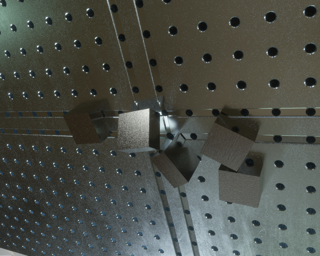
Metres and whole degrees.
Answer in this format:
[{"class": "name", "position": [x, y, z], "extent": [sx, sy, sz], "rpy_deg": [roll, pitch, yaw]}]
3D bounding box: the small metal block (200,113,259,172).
[{"class": "small metal block", "position": [0.084, 0.017, 0.377], "extent": [0.050, 0.025, 0.050], "rpy_deg": [27, 128, 11]}]

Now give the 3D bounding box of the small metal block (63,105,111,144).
[{"class": "small metal block", "position": [-0.109, -0.004, 0.464], "extent": [0.050, 0.025, 0.050], "rpy_deg": [-5, 116, 30]}]

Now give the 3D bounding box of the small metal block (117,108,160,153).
[{"class": "small metal block", "position": [-0.028, 0.005, 0.410], "extent": [0.050, 0.025, 0.050], "rpy_deg": [-8, 73, 31]}]

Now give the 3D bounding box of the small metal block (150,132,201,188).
[{"class": "small metal block", "position": [0.022, 0.042, 0.408], "extent": [0.025, 0.050, 0.050], "rpy_deg": [-32, 101, 38]}]

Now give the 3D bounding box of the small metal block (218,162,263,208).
[{"class": "small metal block", "position": [0.104, 0.071, 0.400], "extent": [0.050, 0.025, 0.050], "rpy_deg": [7, 122, 24]}]
